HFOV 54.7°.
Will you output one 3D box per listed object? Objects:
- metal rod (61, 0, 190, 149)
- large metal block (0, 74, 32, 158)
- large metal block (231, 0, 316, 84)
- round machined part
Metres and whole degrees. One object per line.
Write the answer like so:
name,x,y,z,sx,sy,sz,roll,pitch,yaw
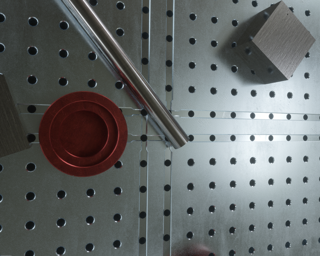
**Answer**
metal rod,-0.059,-0.095,0.390,0.025,0.025,0.300,-41,103,-15
large metal block,-0.191,-0.005,0.329,0.081,0.050,0.080,-19,97,-19
large metal block,0.169,-0.124,0.461,0.080,0.050,0.080,41,77,-16
round machined part,-0.092,0.007,0.370,0.099,0.042,0.097,0,90,-20
